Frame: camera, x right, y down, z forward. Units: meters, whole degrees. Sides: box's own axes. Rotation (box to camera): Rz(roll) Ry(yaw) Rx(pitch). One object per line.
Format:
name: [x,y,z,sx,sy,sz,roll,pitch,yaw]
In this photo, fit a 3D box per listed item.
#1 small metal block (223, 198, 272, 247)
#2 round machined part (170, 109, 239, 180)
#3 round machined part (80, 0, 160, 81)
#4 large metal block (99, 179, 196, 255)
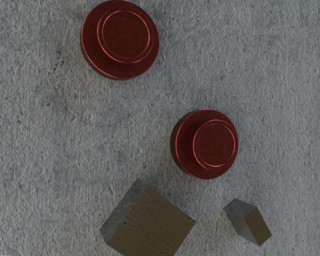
small metal block: [0.125,0.134,0.444,0.025,0.050,0.050,-33,101,-17]
round machined part: [0.067,0.023,0.426,0.099,0.042,0.097,0,90,-21]
round machined part: [-0.046,-0.110,0.383,0.099,0.042,0.097,0,90,-21]
large metal block: [-0.016,0.124,0.391,0.080,0.050,0.080,40,77,-16]
